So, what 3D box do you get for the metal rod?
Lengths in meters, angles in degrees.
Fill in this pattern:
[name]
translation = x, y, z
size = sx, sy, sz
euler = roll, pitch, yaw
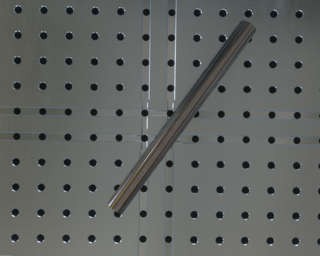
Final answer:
[metal rod]
translation = 0.029, -0.014, 0.413
size = 0.025, 0.025, 0.300
euler = 36, 90, 0
